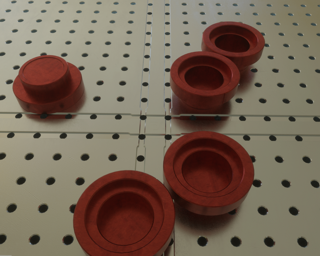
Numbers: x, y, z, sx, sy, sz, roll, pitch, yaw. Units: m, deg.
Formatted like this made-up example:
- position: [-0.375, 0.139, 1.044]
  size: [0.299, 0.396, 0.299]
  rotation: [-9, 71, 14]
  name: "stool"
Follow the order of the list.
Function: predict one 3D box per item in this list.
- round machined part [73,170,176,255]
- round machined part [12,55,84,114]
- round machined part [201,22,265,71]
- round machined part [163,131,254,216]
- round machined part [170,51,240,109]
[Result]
- position: [-0.034, 0.095, 0.316]
  size: [0.099, 0.042, 0.098]
  rotation: [0, 50, 0]
  name: "round machined part"
- position: [-0.165, -0.070, 0.453]
  size: [0.099, 0.042, 0.098]
  rotation: [0, 50, 0]
  name: "round machined part"
- position: [0.116, -0.130, 0.507]
  size: [0.099, 0.042, 0.098]
  rotation: [0, 50, 0]
  name: "round machined part"
- position: [0.053, 0.054, 0.352]
  size: [0.099, 0.042, 0.098]
  rotation: [0, 50, 0]
  name: "round machined part"
- position: [0.064, -0.066, 0.453]
  size: [0.099, 0.042, 0.098]
  rotation: [0, 50, 0]
  name: "round machined part"
